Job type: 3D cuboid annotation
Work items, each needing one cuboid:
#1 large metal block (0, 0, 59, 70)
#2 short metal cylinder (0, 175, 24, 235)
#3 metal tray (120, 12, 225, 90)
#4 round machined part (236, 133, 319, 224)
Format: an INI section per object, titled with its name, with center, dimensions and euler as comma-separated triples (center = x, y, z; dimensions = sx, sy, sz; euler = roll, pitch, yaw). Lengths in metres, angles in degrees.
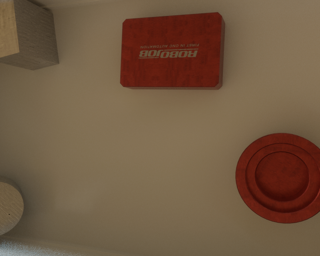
[large metal block]
center = -0.198, -0.134, 0.449
dimensions = 0.050, 0.080, 0.080
euler = -9, 87, 19
[short metal cylinder]
center = -0.248, 0.114, 0.460
dimensions = 0.050, 0.081, 0.079
euler = 6, 93, 63
[metal tray]
center = 0.015, -0.096, 0.402
dimensions = 0.130, 0.030, 0.089
euler = 3, 91, 19
[round machined part]
center = 0.139, 0.054, 0.353
dimensions = 0.098, 0.042, 0.097
euler = 0, 90, 19
